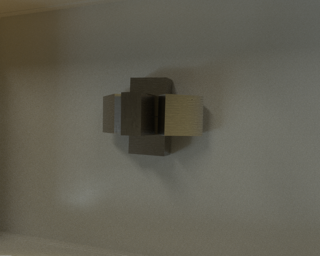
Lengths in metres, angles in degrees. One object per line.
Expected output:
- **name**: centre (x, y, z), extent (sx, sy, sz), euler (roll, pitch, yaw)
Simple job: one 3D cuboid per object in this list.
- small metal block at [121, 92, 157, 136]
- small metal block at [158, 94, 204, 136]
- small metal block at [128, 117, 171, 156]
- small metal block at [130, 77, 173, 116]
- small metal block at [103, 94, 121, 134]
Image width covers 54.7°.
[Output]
- **small metal block**: centre (-0.025, -0.016, 0.377), extent (0.025, 0.050, 0.050), euler (1, 90, 19)
- **small metal block**: centre (0.025, -0.016, 0.387), extent (0.050, 0.025, 0.050), euler (1, 91, -20)
- **small metal block**: centre (-0.013, 0.010, 0.413), extent (0.050, 0.025, 0.050), euler (3, 91, 20)
- **small metal block**: centre (-0.012, -0.040, 0.412), extent (0.050, 0.025, 0.050), euler (3, 91, 19)
- **small metal block**: centre (-0.057, -0.018, 0.414), extent (0.050, 0.025, 0.050), euler (2, 91, 63)
